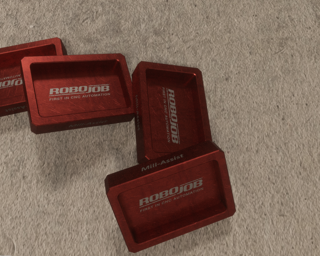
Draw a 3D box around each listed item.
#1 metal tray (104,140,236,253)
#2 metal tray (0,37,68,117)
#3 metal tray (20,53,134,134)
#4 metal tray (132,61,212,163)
[{"bbox_3d":[0.014,0.077,0.350,0.131,0.030,0.089,-18,113,-7],"label":"metal tray"},{"bbox_3d":[-0.193,-0.069,0.428,0.131,0.030,0.090,-13,71,-5],"label":"metal tray"},{"bbox_3d":[-0.101,-0.047,0.394,0.131,0.030,0.090,-9,73,-26],"label":"metal tray"},{"bbox_3d":[0.015,-0.018,0.396,0.091,0.030,0.129,3,69,-22],"label":"metal tray"}]
